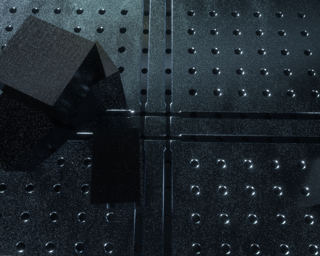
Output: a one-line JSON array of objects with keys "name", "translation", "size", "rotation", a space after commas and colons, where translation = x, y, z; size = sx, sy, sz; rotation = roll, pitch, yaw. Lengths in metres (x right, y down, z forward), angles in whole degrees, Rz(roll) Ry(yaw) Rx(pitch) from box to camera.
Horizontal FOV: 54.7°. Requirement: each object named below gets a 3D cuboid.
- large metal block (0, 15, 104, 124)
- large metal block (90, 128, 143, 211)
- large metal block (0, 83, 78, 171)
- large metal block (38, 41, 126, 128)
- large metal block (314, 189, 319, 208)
[{"name": "large metal block", "translation": [-0.120, -0.062, 0.335], "size": [0.080, 0.050, 0.080], "rotation": [25, 72, 8]}, {"name": "large metal block", "translation": [-0.047, 0.052, 0.363], "size": [0.050, 0.080, 0.080], "rotation": [-2, 70, -1]}, {"name": "large metal block", "translation": [-0.165, -0.003, 0.385], "size": [0.080, 0.050, 0.080], "rotation": [-40, 74, 6]}, {"name": "large metal block", "translation": [-0.096, -0.053, 0.401], "size": [0.080, 0.080, 0.050], "rotation": [-33, 74, -12]}, {"name": "large metal block", "translation": [0.249, 0.074, 0.375], "size": [0.080, 0.050, 0.080], "rotation": [26, 72, 9]}]
